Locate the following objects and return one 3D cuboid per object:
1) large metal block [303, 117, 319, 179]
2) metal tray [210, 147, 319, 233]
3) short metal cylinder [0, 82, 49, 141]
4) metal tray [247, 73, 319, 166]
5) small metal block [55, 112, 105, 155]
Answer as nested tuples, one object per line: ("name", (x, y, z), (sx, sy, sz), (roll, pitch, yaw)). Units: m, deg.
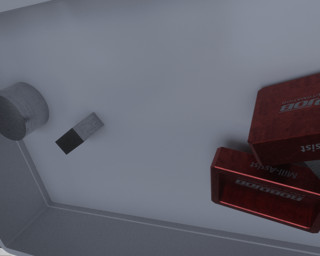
("large metal block", (0.184, 0.025, 0.292), (0.080, 0.080, 0.050), (47, 129, -5))
("metal tray", (0.127, 0.074, 0.365), (0.130, 0.030, 0.090), (13, 144, 20))
("short metal cylinder", (-0.226, -0.027, 0.492), (0.080, 0.050, 0.079), (13, 124, 20))
("metal tray", (0.151, -0.015, 0.273), (0.130, 0.090, 0.030), (-13, 123, 34))
("small metal block", (-0.118, 0.008, 0.457), (0.050, 0.050, 0.025), (-32, 101, 38))
